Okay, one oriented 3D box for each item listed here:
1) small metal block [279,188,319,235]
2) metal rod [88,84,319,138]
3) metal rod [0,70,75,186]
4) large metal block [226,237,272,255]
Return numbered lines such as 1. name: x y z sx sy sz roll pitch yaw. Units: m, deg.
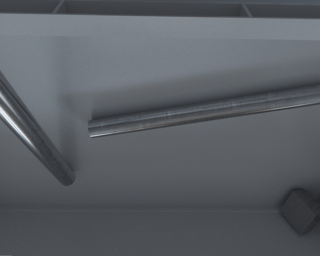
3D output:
1. small metal block: 0.232 0.136 0.506 0.025 0.050 0.050 -6 130 -28
2. metal rod: 0.058 -0.021 0.392 0.302 0.025 0.025 -8 130 6
3. metal rod: -0.138 0.011 0.341 0.025 0.025 0.299 1 154 -1
4. large metal block: 0.176 0.266 0.606 0.080 0.080 0.050 -7 130 5
